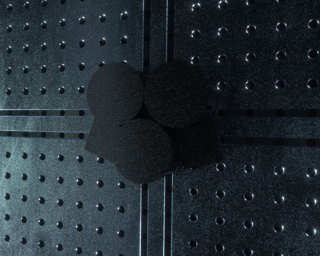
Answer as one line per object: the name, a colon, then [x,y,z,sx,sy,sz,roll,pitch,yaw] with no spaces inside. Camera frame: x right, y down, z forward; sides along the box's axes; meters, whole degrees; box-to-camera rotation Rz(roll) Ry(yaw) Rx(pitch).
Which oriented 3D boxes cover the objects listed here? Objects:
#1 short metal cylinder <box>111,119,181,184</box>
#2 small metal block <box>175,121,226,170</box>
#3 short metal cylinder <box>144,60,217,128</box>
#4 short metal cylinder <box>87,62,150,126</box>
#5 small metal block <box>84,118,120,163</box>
short metal cylinder: [-0.015,0.028,0.401,0.080,0.050,0.079,0,90,20]
small metal block: [0.051,0.022,0.391,0.050,0.025,0.050,-15,85,19]
short metal cylinder: [0.027,-0.040,0.386,0.080,0.050,0.079,0,90,20]
short metal cylinder: [-0.049,-0.043,0.413,0.080,0.050,0.079,0,90,20]
small metal block: [-0.072,0.015,0.434,0.050,0.025,0.050,22,97,18]
